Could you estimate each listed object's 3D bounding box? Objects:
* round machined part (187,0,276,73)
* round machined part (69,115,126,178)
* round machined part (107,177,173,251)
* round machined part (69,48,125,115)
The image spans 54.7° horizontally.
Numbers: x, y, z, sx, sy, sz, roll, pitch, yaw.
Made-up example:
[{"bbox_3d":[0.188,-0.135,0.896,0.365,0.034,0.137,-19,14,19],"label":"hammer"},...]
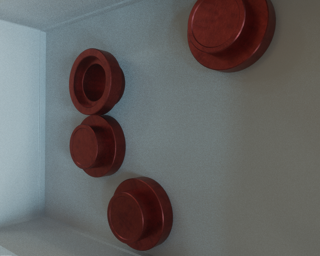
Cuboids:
[{"bbox_3d":[0.070,-0.112,0.337,0.098,0.042,0.097,0,90,39],"label":"round machined part"},{"bbox_3d":[-0.102,0.028,0.477,0.098,0.042,0.097,0,90,39],"label":"round machined part"},{"bbox_3d":[-0.034,0.118,0.422,0.098,0.042,0.097,0,90,39],"label":"round machined part"},{"bbox_3d":[-0.091,-0.067,0.468,0.098,0.042,0.097,0,90,39],"label":"round machined part"}]
